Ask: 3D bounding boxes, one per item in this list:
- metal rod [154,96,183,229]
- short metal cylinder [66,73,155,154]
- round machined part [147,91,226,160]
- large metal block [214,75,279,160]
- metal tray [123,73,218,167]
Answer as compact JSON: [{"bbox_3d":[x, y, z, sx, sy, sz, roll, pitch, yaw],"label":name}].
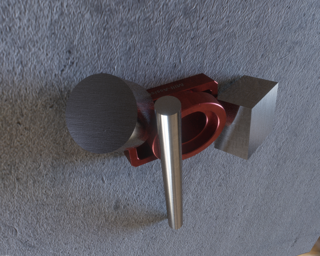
[{"bbox_3d":[0.017,0.069,0.405,0.025,0.025,0.299,-25,145,-14],"label":"metal rod"},{"bbox_3d":[-0.051,-0.014,0.329,0.080,0.080,0.050,-55,164,11],"label":"short metal cylinder"},{"bbox_3d":[0.028,-0.006,0.379,0.099,0.042,0.097,-19,142,-16],"label":"round machined part"},{"bbox_3d":[0.118,-0.017,0.427,0.080,0.050,0.079,-38,135,-38],"label":"large metal block"},{"bbox_3d":[0.013,-0.011,0.407,0.131,0.030,0.089,-19,126,-18],"label":"metal tray"}]
